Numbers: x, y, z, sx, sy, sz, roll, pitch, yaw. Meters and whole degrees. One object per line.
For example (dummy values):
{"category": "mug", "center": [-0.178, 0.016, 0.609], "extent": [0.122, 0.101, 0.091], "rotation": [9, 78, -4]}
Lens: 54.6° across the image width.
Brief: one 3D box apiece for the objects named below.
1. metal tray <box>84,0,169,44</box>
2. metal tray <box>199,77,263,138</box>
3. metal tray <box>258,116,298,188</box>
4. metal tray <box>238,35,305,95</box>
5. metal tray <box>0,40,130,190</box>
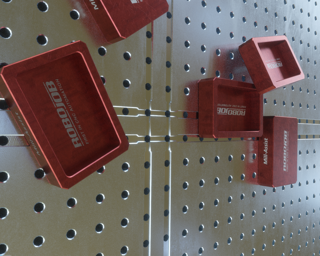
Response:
{"category": "metal tray", "center": [-0.053, -0.178, 0.360], "extent": [0.090, 0.030, 0.130], "rotation": [-44, 116, -31]}
{"category": "metal tray", "center": [0.118, -0.030, 0.503], "extent": [0.131, 0.030, 0.090], "rotation": [0, 90, -40]}
{"category": "metal tray", "center": [0.228, 0.043, 0.595], "extent": [0.091, 0.030, 0.129], "rotation": [2, 89, -40]}
{"category": "metal tray", "center": [0.200, -0.114, 0.547], "extent": [0.131, 0.030, 0.090], "rotation": [-19, 84, -43]}
{"category": "metal tray", "center": [-0.096, -0.014, 0.324], "extent": [0.091, 0.030, 0.129], "rotation": [-34, 111, -35]}
